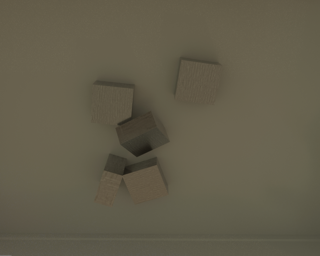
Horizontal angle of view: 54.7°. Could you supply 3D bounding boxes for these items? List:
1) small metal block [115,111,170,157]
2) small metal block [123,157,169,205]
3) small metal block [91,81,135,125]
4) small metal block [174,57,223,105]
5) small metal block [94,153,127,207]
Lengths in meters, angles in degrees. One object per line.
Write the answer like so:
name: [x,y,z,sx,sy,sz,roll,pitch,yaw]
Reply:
small metal block: [-0.021,0.009,0.400,0.050,0.025,0.050,-26,150,9]
small metal block: [-0.020,0.075,0.439,0.050,0.025,0.050,-18,109,6]
small metal block: [-0.060,-0.032,0.399,0.050,0.025,0.050,6,110,-3]
small metal block: [0.047,-0.059,0.390,0.050,0.025,0.050,7,110,-3]
small metal block: [-0.067,0.070,0.423,0.025,0.050,0.050,18,109,-7]
